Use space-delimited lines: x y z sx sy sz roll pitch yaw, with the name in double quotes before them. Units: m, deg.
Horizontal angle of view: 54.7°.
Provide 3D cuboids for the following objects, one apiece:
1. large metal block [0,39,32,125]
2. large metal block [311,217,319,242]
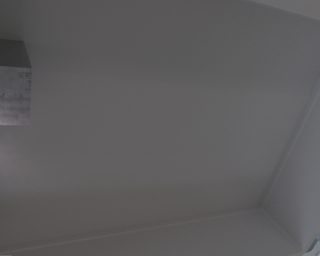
"large metal block" -0.156 -0.043 0.261 0.081 0.080 0.050 -1 119 -28
"large metal block" 0.452 0.254 0.799 0.081 0.050 0.079 0 118 -29
